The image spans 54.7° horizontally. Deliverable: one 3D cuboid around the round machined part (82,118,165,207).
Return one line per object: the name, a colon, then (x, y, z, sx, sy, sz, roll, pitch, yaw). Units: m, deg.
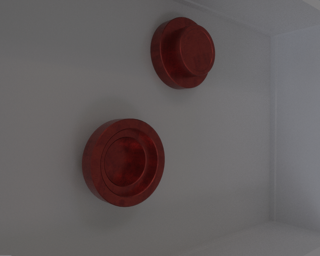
round machined part: (-0.045, 0.038, 0.358, 0.099, 0.042, 0.097, 0, 90, -40)

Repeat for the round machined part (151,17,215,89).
round machined part: (0.039, -0.104, 0.427, 0.099, 0.042, 0.097, 0, 90, -40)
